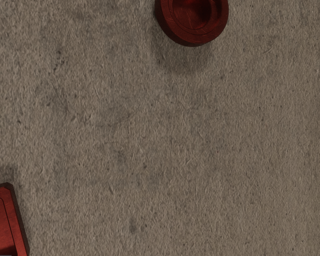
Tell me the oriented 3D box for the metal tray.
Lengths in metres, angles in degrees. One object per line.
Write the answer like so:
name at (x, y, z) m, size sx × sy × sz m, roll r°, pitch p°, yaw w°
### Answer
metal tray at (-0.217, 0.119, 0.326) m, size 0.131 × 0.030 × 0.089 m, roll -14°, pitch 95°, yaw -20°

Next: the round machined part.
round machined part at (0.039, -0.157, 0.415) m, size 0.099 × 0.042 × 0.097 m, roll 0°, pitch 90°, yaw -21°
